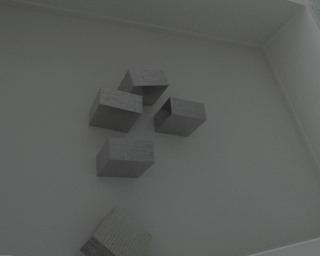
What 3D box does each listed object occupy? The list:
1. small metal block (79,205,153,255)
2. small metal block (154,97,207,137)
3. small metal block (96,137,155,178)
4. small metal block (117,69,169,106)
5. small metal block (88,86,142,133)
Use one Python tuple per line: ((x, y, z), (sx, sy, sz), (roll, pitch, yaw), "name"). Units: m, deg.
((-0.041, 0.113, 0.304), (0.050, 0.025, 0.050), (41, 26, 0), "small metal block")
((0.026, -0.013, 0.413), (0.050, 0.050, 0.025), (9, 58, -24), "small metal block")
((-0.040, 0.035, 0.348), (0.050, 0.050, 0.025), (7, 59, -25), "small metal block")
((-0.024, -0.052, 0.410), (0.050, 0.050, 0.025), (-6, 65, -31), "small metal block")
((-0.054, -0.021, 0.374), (0.050, 0.050, 0.025), (12, 57, -22), "small metal block")
